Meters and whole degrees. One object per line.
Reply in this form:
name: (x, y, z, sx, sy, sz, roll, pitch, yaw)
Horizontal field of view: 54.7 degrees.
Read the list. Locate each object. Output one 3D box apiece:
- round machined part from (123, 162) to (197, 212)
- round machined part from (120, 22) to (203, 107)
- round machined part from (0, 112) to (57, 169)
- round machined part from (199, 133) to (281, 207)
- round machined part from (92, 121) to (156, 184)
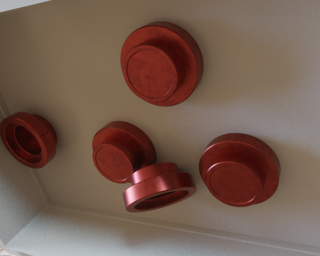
round machined part: (-0.003, 0.079, 0.424, 0.098, 0.099, 0.042, -39, 58, 39)
round machined part: (-0.003, -0.068, 0.356, 0.098, 0.042, 0.097, 13, 124, 20)
round machined part: (-0.213, 0.016, 0.517, 0.098, 0.042, 0.097, 13, 124, 20)
round machined part: (0.095, 0.058, 0.383, 0.098, 0.042, 0.097, 13, 124, 20)
round machined part: (-0.058, 0.042, 0.453, 0.098, 0.042, 0.097, 13, 124, 20)
